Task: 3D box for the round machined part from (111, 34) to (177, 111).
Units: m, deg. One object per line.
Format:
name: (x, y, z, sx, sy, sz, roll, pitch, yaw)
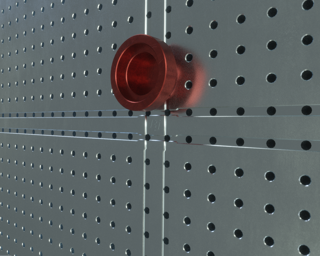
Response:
round machined part: (-0.017, -0.070, 0.410, 0.098, 0.042, 0.097, 0, 90, 39)
